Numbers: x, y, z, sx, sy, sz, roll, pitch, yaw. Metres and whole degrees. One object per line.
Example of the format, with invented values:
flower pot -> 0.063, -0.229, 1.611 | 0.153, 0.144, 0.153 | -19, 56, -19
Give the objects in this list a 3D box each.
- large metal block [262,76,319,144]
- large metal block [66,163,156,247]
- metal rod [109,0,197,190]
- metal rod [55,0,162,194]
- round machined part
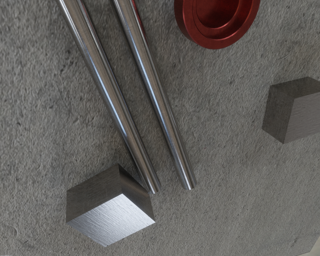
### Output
large metal block -> 0.218, -0.030, 0.494 | 0.081, 0.050, 0.079 | -15, 125, -21
large metal block -> -0.064, 0.104, 0.408 | 0.080, 0.050, 0.080 | -29, 130, 10
metal rod -> 0.003, -0.022, 0.396 | 0.025, 0.025, 0.299 | -29, 129, -10
metal rod -> -0.050, -0.024, 0.365 | 0.025, 0.025, 0.299 | -28, 128, -11
round machined part -> 0.059, -0.141, 0.342 | 0.099, 0.042, 0.097 | -14, 125, -21
